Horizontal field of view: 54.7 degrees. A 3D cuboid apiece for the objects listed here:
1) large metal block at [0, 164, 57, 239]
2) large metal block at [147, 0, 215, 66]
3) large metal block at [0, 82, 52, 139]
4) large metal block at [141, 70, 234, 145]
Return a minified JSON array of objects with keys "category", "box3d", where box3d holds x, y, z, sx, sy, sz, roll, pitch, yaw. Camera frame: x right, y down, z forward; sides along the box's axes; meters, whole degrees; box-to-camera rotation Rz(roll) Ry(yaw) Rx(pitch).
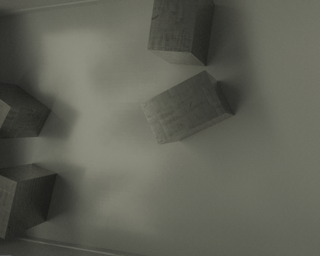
[{"category":"large metal block","box3d":[-0.205,0.102,0.452,0.050,0.080,0.079,16,95,19]},{"category":"large metal block","box3d":[0.028,-0.123,0.371,0.050,0.080,0.079,9,93,19]},{"category":"large metal block","box3d":[-0.227,-0.028,0.459,0.080,0.080,0.050,34,101,16]},{"category":"large metal block","box3d":[0.036,-0.021,0.368,0.080,0.080,0.050,-26,82,18]}]
